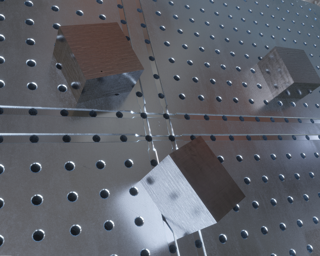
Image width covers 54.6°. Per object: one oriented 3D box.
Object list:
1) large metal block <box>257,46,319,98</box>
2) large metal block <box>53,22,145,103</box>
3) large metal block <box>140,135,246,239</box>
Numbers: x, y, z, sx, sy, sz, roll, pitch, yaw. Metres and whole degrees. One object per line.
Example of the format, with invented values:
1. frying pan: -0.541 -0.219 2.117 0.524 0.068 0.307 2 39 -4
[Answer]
1. large metal block: 0.244 -0.103 0.585 0.081 0.050 0.080 -3 63 -29
2. large metal block: -0.080 -0.086 0.401 0.081 0.050 0.080 -18 71 -35
3. large metal block: 0.033 0.068 0.349 0.050 0.080 0.080 -28 77 -37
